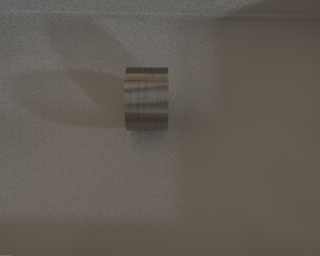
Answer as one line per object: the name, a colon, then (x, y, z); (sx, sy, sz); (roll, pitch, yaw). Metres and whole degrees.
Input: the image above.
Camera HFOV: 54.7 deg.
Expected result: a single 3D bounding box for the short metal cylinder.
short metal cylinder: (-0.016, -0.036, 0.391); (0.050, 0.080, 0.080); (0, 70, 0)
